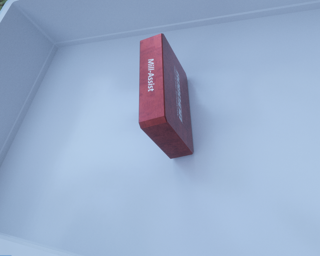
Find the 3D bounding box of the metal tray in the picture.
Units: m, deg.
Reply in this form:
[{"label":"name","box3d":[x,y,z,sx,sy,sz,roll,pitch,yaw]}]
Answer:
[{"label":"metal tray","box3d":[0.008,-0.039,0.381,0.030,0.090,0.130,-14,56,19]}]
